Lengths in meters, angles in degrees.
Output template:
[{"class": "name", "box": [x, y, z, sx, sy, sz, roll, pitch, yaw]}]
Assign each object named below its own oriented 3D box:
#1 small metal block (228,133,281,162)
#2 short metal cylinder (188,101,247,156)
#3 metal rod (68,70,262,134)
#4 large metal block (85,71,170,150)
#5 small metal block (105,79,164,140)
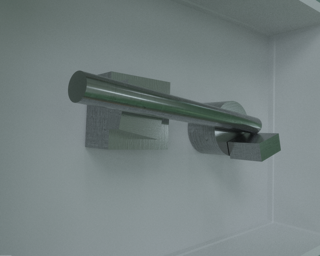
[{"class": "small metal block", "box": [0.133, 0.026, 0.436, 0.050, 0.050, 0.025, -19, 102, -39]}, {"class": "short metal cylinder", "box": [0.089, 0.000, 0.465, 0.081, 0.050, 0.079, 0, 90, -40]}, {"class": "metal rod", "box": [0.038, -0.017, 0.347, 0.302, 0.025, 0.025, 8, 85, -48]}, {"class": "large metal block", "box": [-0.036, -0.016, 0.358, 0.081, 0.050, 0.080, 3, 88, -40]}, {"class": "small metal block", "box": [-0.024, -0.017, 0.321, 0.050, 0.025, 0.050, 17, 79, -39]}]
